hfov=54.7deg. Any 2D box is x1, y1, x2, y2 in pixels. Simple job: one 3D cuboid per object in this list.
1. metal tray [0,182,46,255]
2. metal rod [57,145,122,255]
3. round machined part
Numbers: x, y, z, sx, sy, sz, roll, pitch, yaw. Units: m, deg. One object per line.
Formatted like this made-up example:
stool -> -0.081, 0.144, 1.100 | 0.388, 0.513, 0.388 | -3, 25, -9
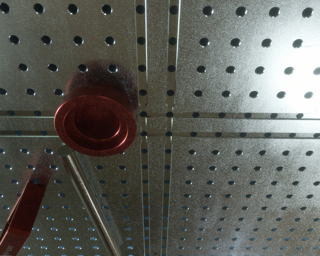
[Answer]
metal tray -> -0.231, 0.159, 0.502 | 0.030, 0.090, 0.129 | 26, 126, -20
metal rod -> -0.111, 0.143, 0.532 | 0.025, 0.025, 0.298 | -6, 130, 5
round machined part -> -0.077, -0.013, 0.389 | 0.099, 0.042, 0.097 | 0, 130, 0
